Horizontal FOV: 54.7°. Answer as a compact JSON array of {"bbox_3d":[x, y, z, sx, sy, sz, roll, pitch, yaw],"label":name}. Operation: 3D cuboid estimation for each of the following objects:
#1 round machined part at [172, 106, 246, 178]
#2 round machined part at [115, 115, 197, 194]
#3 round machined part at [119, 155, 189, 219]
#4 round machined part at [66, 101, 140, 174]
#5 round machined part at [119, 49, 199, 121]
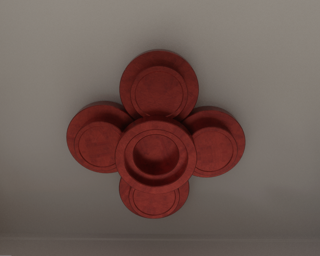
[{"bbox_3d":[0.064,0.023,0.409,0.099,0.042,0.097,0,110,0],"label":"round machined part"},{"bbox_3d":[-0.005,0.030,0.389,0.099,0.042,0.097,0,110,0],"label":"round machined part"},{"bbox_3d":[-0.008,0.086,0.431,0.099,0.042,0.097,-1,109,-1],"label":"round machined part"},{"bbox_3d":[-0.073,0.017,0.405,0.099,0.042,0.097,0,110,0],"label":"round machined part"},{"bbox_3d":[-0.001,-0.046,0.382,0.099,0.042,0.097,0,110,0],"label":"round machined part"}]
